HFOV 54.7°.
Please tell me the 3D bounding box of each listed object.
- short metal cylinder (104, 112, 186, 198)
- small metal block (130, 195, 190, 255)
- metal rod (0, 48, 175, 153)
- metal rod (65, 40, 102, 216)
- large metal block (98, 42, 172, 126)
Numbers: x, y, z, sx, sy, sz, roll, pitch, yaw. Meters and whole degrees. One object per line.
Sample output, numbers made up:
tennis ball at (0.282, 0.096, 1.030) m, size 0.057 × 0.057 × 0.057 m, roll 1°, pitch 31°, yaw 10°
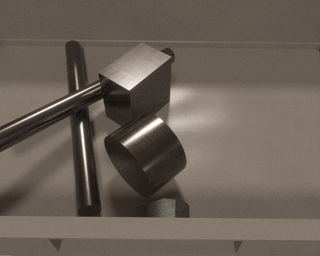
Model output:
short metal cylinder at (-0.017, 0.030, 0.344) m, size 0.050 × 0.080 × 0.080 m, roll -36°, pitch 59°, yaw -26°
small metal block at (0.001, 0.100, 0.304) m, size 0.050 × 0.025 × 0.050 m, roll -25°, pitch 40°, yaw 27°
metal rod at (-0.086, -0.049, 0.417) m, size 0.025 × 0.025 × 0.302 m, roll 35°, pitch 49°, yaw 25°
metal rod at (-0.110, -0.024, 0.423) m, size 0.025 × 0.025 × 0.300 m, roll -10°, pitch 51°, yaw -9°
large metal block at (-0.030, -0.053, 0.414) m, size 0.050 × 0.080 × 0.080 m, roll 31°, pitch 57°, yaw 23°
